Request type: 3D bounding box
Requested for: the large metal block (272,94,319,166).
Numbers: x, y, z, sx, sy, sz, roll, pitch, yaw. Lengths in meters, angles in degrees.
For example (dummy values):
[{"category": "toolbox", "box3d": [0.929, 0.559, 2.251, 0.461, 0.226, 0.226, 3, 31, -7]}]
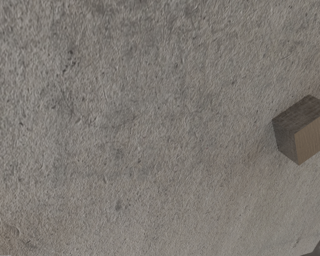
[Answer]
[{"category": "large metal block", "box3d": [0.245, 0.003, 0.526, 0.080, 0.050, 0.080, -33, 129, -7]}]
